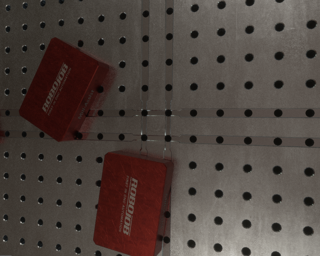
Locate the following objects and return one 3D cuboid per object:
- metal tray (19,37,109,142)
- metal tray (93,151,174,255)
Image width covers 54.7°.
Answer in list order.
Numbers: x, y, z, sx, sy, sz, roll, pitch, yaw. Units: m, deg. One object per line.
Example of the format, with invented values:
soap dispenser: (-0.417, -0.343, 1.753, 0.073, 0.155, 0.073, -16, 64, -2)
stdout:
metal tray: (-0.144, -0.056, 0.459, 0.090, 0.030, 0.129, 31, 100, 17)
metal tray: (-0.037, 0.102, 0.422, 0.090, 0.030, 0.129, 9, 93, 19)
